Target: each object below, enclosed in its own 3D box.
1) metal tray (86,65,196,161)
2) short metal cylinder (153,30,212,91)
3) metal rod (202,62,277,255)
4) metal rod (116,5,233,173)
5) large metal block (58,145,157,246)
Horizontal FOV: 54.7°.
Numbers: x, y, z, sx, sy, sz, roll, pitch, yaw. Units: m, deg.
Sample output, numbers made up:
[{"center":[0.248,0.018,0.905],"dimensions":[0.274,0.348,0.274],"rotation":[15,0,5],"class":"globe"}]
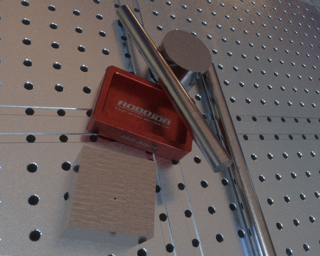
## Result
[{"center":[-0.019,-0.019,0.407],"dimensions":[0.131,0.030,0.090],"rotation":[20,54,-17],"class":"metal tray"},{"center":[0.031,-0.102,0.472],"dimensions":[0.081,0.050,0.080],"rotation":[14,55,-21],"class":"short metal cylinder"},{"center":[0.105,0.030,0.448],"dimensions":[0.025,0.025,0.299],"rotation":[3,60,-27],"class":"metal rod"},{"center":[0.007,-0.071,0.418],"dimensions":[0.025,0.025,0.299],"rotation":[-9,54,-32],"class":"metal rod"},{"center":[-0.052,0.072,0.321],"dimensions":[0.081,0.050,0.080],"rotation":[15,55,-20],"class":"large metal block"}]
